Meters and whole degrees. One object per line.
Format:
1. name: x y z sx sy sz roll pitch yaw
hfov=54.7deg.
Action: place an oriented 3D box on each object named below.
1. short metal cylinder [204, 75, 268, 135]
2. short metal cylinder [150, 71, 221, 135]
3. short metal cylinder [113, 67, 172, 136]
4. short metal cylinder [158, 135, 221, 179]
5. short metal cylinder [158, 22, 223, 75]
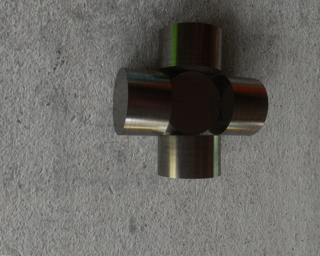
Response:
1. short metal cylinder: 0.099 -0.030 0.419 0.050 0.080 0.079 2 90 -20
2. short metal cylinder: 0.032 -0.031 0.410 0.081 0.050 0.079 0 90 -21
3. short metal cylinder: -0.024 -0.030 0.373 0.050 0.080 0.079 2 90 -20
4. short metal cylinder: 0.037 0.034 0.396 0.081 0.080 0.050 0 90 -20
5. short metal cylinder: 0.038 -0.097 0.395 0.081 0.080 0.050 2 90 -20
